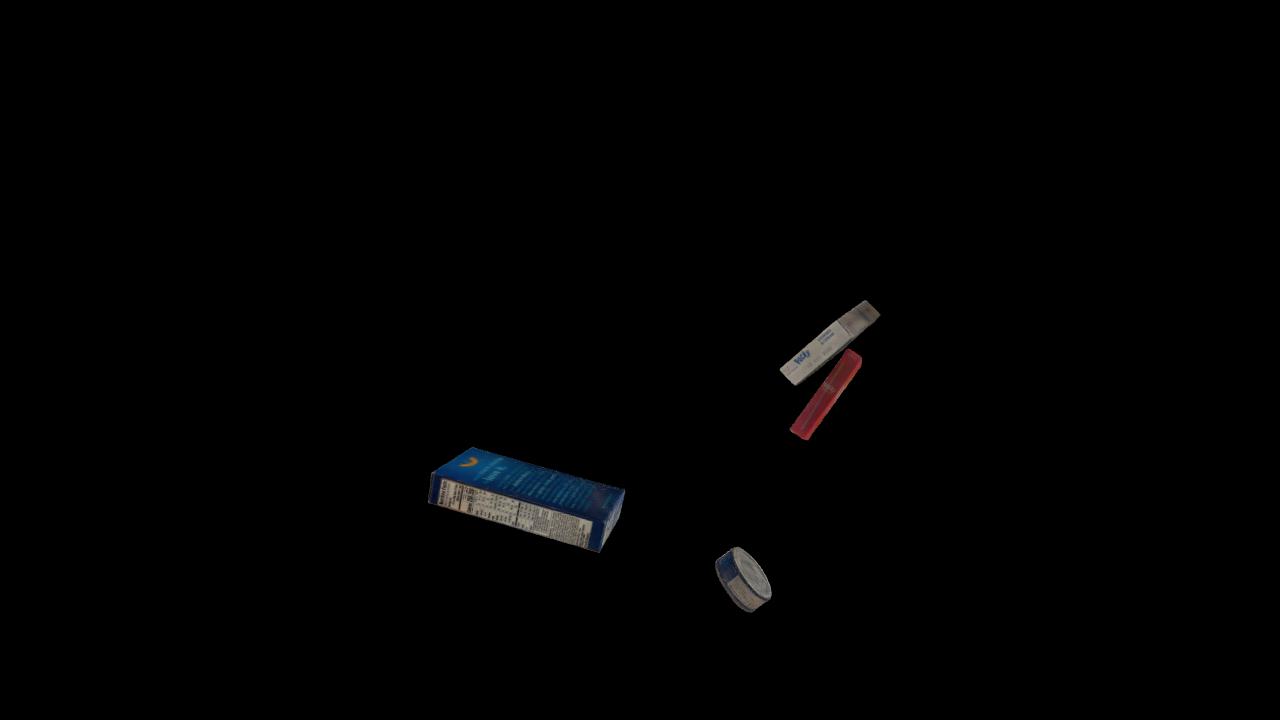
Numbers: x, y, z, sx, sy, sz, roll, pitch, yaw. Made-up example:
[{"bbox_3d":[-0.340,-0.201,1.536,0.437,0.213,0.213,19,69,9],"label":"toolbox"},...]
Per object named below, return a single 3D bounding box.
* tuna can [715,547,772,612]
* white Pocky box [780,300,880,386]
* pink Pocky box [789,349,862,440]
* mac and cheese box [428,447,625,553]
[{"bbox_3d":[0.145,0.304,0.857,0.034,0.084,0.084,-43,-14,15],"label":"tuna can"},{"bbox_3d":[0.214,-0.021,0.680,0.084,0.028,0.154,-48,-13,30],"label":"white Pocky box"},{"bbox_3d":[0.295,0.057,0.970,0.029,0.155,0.084,36,4,21],"label":"pink Pocky box"},{"bbox_3d":[-0.115,0.143,0.648,0.184,0.041,0.093,14,12,8],"label":"mac and cheese box"}]
